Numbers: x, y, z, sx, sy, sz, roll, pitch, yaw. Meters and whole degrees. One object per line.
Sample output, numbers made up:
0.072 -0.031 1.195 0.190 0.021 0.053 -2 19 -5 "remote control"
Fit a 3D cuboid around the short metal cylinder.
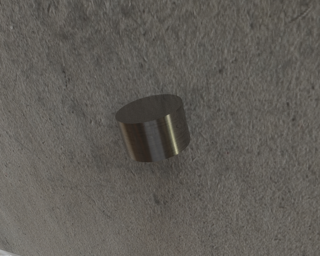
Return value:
-0.008 -0.002 0.373 0.080 0.080 0.050 0 118 28 "short metal cylinder"
